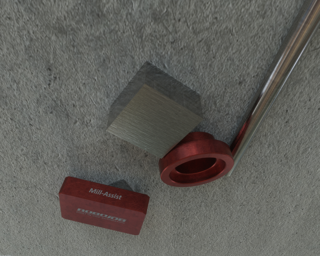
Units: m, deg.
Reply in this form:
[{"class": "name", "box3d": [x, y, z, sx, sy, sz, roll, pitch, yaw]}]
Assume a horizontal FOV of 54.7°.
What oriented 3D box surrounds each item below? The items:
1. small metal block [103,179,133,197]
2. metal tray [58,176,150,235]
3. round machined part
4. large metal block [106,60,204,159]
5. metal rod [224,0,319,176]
[{"class": "small metal block", "box3d": [-0.069, 0.115, 0.502, 0.050, 0.025, 0.050, -23, 127, 12]}, {"class": "metal tray", "box3d": [-0.088, 0.125, 0.489, 0.131, 0.030, 0.089, 14, 139, -2]}, {"class": "round machined part", "box3d": [0.046, 0.040, 0.419, 0.099, 0.042, 0.098, -8, 147, -5]}, {"class": "large metal block", "box3d": [-0.007, -0.020, 0.374, 0.080, 0.050, 0.080, 29, 124, -23]}, {"class": "metal rod", "box3d": [0.132, -0.048, 0.367, 0.025, 0.025, 0.298, 10, 130, -9]}]
